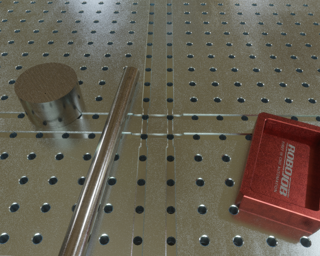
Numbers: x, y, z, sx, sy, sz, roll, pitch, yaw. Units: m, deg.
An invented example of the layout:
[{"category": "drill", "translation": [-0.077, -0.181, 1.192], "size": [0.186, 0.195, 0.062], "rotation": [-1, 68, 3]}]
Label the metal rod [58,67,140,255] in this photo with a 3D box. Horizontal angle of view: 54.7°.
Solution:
[{"category": "metal rod", "translation": [-0.066, 0.028, 0.382], "size": [0.025, 0.025, 0.300], "rotation": [7, 50, 6]}]

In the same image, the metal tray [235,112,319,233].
[{"category": "metal tray", "translation": [0.149, 0.045, 0.366], "size": [0.090, 0.030, 0.130], "rotation": [17, 52, 13]}]

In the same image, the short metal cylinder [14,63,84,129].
[{"category": "short metal cylinder", "translation": [-0.150, -0.046, 0.428], "size": [0.081, 0.050, 0.080], "rotation": [0, 50, 0]}]
